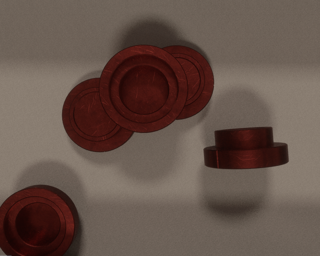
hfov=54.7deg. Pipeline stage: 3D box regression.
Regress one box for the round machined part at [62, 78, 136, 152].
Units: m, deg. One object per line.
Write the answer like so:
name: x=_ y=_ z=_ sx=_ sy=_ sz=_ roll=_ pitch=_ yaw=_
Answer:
round machined part: x=-0.078 y=-0.017 z=0.402 sx=0.099 sy=0.042 sz=0.097 roll=0 pitch=90 yaw=-1

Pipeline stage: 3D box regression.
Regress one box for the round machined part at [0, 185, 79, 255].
round machined part: x=-0.154 y=0.122 z=0.401 sx=0.099 sy=0.042 sz=0.097 roll=0 pitch=90 yaw=-1

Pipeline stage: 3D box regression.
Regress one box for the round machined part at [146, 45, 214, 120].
round machined part: x=0.022 y=-0.059 z=0.403 sx=0.099 sy=0.042 sz=0.097 roll=0 pitch=90 yaw=-1

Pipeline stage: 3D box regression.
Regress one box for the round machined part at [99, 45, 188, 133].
round machined part: x=-0.018 y=-0.043 z=0.361 sx=0.099 sy=0.042 sz=0.097 roll=0 pitch=90 yaw=-1

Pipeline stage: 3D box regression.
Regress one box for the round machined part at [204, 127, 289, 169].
round machined part: x=0.102 y=0.021 z=0.376 sx=0.099 sy=0.098 sz=0.042 roll=-4 pitch=90 yaw=-1
